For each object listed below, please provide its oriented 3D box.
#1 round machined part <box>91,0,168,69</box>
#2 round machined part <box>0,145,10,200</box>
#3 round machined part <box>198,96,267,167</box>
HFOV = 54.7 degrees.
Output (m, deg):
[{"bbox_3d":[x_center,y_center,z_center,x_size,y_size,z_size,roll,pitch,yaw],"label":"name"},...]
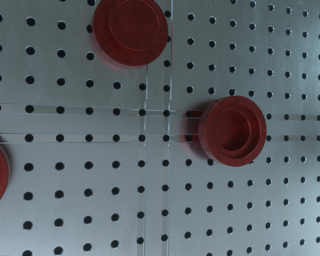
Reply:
[{"bbox_3d":[-0.035,-0.127,0.391,0.099,0.042,0.097,0,90,-21],"label":"round machined part"},{"bbox_3d":[-0.212,0.048,0.326,0.099,0.042,0.097,0,90,-21],"label":"round machined part"},{"bbox_3d":[0.099,0.004,0.442,0.099,0.042,0.097,0,90,-21],"label":"round machined part"}]
